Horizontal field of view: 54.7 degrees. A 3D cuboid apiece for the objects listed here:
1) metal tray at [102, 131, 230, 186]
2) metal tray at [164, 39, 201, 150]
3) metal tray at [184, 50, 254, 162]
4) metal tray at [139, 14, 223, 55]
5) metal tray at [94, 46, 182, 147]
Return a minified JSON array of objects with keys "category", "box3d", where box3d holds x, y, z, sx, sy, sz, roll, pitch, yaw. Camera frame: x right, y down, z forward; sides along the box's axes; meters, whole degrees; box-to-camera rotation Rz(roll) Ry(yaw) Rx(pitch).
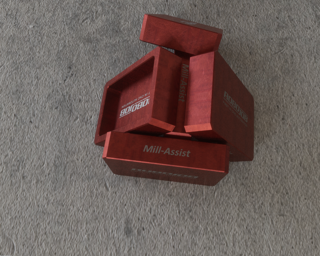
[{"category":"metal tray","box3d":[0.007,0.039,0.360,0.131,0.090,0.030,7,70,2]},{"category":"metal tray","box3d":[0.026,-0.036,0.388,0.030,0.090,0.130,7,70,2]},{"category":"metal tray","box3d":[0.076,-0.019,0.364,0.030,0.130,0.090,-7,67,33]},{"category":"metal tray","box3d":[0.034,-0.123,0.406,0.090,0.130,0.030,17,112,5]},{"category":"metal tray","box3d":[-0.030,-0.029,0.368,0.030,0.130,0.090,20,66,-32]}]
